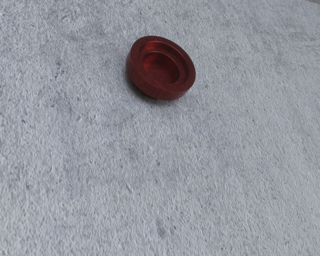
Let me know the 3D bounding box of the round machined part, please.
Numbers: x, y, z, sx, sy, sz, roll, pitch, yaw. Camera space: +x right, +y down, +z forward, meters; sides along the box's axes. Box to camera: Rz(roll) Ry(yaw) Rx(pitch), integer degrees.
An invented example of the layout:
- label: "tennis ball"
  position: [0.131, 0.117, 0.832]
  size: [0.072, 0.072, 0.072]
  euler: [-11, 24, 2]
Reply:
- label: "round machined part"
  position: [-0.002, -0.080, 0.440]
  size: [0.099, 0.042, 0.098]
  euler: [13, 56, -21]
